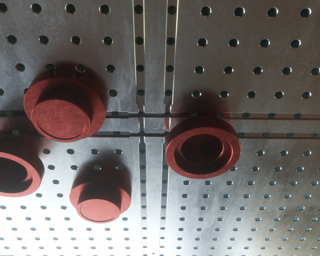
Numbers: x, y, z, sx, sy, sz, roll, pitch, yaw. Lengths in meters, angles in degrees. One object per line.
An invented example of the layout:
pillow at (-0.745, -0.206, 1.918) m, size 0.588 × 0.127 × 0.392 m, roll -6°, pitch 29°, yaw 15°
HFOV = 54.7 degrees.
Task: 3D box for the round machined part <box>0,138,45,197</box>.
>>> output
round machined part at (-0.215, 0.052, 0.442) m, size 0.099 × 0.042 × 0.097 m, roll -1°, pitch 130°, yaw 0°

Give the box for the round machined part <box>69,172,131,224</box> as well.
round machined part at (-0.097, 0.118, 0.500) m, size 0.099 × 0.042 × 0.097 m, roll -1°, pitch 130°, yaw 0°

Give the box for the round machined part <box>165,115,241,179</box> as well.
round machined part at (0.056, 0.022, 0.420) m, size 0.099 × 0.042 × 0.097 m, roll -1°, pitch 130°, yaw 0°

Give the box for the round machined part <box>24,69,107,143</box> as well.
round machined part at (-0.117, -0.020, 0.382) m, size 0.099 × 0.042 × 0.097 m, roll -1°, pitch 130°, yaw 0°
